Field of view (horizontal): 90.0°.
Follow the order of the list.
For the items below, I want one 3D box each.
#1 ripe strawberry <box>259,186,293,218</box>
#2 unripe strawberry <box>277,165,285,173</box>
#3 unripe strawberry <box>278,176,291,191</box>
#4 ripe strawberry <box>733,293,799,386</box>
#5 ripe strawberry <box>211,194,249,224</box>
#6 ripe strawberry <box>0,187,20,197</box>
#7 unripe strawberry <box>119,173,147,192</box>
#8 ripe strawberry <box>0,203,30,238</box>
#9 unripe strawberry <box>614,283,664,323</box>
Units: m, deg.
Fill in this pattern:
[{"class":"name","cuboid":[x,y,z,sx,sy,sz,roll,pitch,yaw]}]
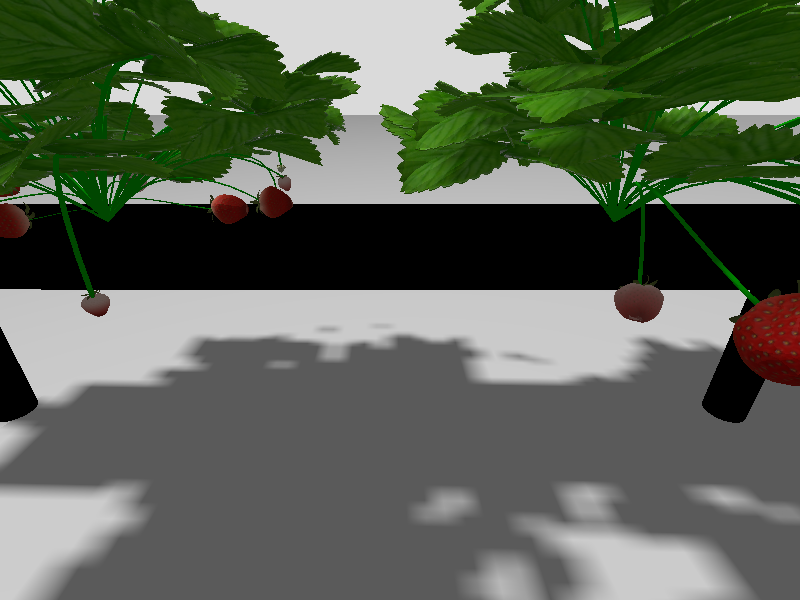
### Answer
[{"class":"ripe strawberry","cuboid":[-0.113,-0.089,0.366,0.029,0.028,0.026,-1,26,-7]},{"class":"unripe strawberry","cuboid":[-0.162,-0.179,0.545,0.009,0.010,0.010,11,29,22]},{"class":"unripe strawberry","cuboid":[-0.137,-0.139,0.478,0.017,0.017,0.015,21,55,36]},{"class":"ripe strawberry","cuboid":[0.144,0.017,0.141,0.039,0.035,0.036,5,27,10]},{"class":"ripe strawberry","cuboid":[-0.145,-0.078,0.343,0.028,0.024,0.028,2,27,4]},{"class":"ripe strawberry","cuboid":[-0.436,-0.125,0.441,0.026,0.022,0.026,9,27,29]},{"class":"unripe strawberry","cuboid":[-0.313,-0.143,0.472,0.027,0.029,0.030,-10,28,-19]},{"class":"ripe strawberry","cuboid":[-0.303,-0.060,0.305,0.029,0.025,0.029,21,34,36]},{"class":"unripe strawberry","cuboid":[0.113,0.002,0.190,0.020,0.018,0.018,11,-36,21]}]
